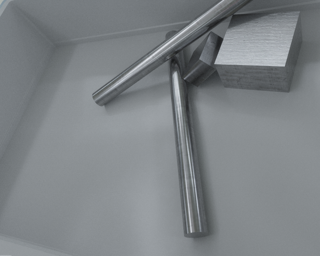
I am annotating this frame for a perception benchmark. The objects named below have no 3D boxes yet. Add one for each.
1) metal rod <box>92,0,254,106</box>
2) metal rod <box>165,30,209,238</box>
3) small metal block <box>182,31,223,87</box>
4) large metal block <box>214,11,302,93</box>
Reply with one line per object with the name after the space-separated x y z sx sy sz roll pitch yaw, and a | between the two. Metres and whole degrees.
0.022 -0.115 0.423 0.300 0.025 0.025 -31 51 23 | metal rod
0.029 -0.016 0.399 0.025 0.025 0.299 -16 55 19 | metal rod
0.058 -0.090 0.408 0.050 0.025 0.050 -66 12 -26 | small metal block
0.123 -0.094 0.382 0.080 0.050 0.080 9 66 31 | large metal block
